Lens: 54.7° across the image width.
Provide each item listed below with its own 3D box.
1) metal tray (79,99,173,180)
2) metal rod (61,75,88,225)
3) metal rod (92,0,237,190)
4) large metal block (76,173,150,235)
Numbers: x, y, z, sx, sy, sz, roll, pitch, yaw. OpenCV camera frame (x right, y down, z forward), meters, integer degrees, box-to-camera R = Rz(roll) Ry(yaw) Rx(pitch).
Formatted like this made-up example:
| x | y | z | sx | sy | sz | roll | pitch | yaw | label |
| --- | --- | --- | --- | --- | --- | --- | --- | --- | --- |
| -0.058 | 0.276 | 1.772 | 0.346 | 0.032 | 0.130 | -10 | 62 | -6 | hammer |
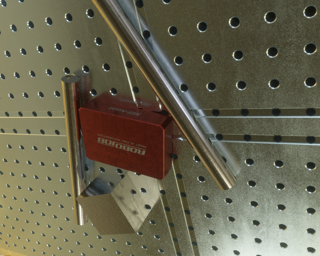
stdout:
| x | y | z | sx | sy | sz | roll | pitch | yaw | label |
| --- | --- | --- | --- | --- | --- | --- | --- | --- | --- |
| -0.048 | 0.015 | 0.441 | 0.130 | 0.030 | 0.089 | 13 | 124 | 20 | metal tray |
| -0.138 | 0.055 | 0.515 | 0.025 | 0.025 | 0.298 | 18 | 126 | 17 | metal rod |
| 0.006 | -0.046 | 0.377 | 0.025 | 0.025 | 0.299 | -26 | 105 | 37 | metal rod |
| -0.077 | 0.128 | 0.513 | 0.080 | 0.050 | 0.080 | -16 | 110 | 34 | large metal block |
